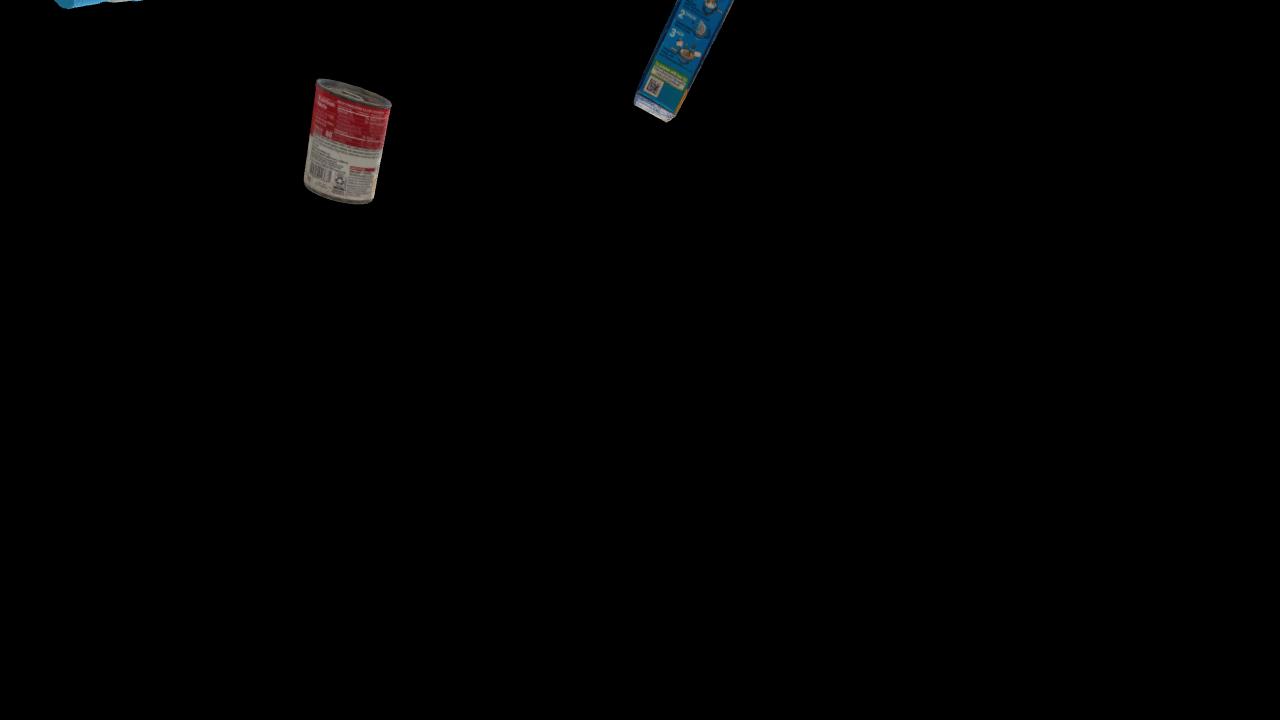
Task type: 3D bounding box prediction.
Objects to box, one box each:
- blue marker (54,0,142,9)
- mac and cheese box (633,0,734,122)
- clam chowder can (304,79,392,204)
[{"bbox_3d":[-0.294,-0.226,0.369,0.020,0.020,0.121,0,34,18],"label":"blue marker"},{"bbox_3d":[0.052,-0.287,0.492,0.041,0.184,0.093,26,15,-9],"label":"mac and cheese box"},{"bbox_3d":[-0.292,-0.216,0.613,0.068,0.102,0.068,19,24,-9],"label":"clam chowder can"}]
